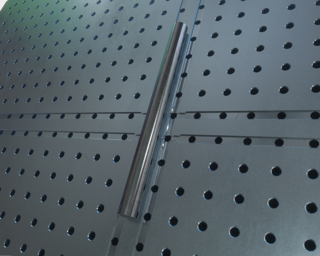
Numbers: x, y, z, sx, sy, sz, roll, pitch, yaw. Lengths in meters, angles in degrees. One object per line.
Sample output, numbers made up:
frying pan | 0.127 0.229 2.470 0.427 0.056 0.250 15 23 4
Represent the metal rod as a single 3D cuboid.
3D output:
metal rod | -0.004 -0.027 0.428 0.025 0.025 0.300 1 62 28
